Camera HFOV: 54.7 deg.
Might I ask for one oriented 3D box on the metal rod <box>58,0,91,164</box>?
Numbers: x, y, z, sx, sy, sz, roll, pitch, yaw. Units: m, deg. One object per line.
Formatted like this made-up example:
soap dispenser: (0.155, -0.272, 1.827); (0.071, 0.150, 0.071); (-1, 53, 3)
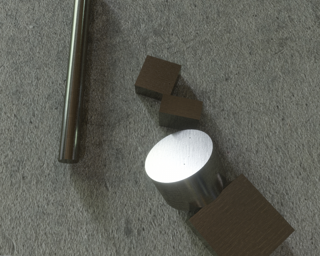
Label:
metal rod: (-0.118, -0.098, 0.442); (0.025, 0.025, 0.299); (-1, 70, -1)

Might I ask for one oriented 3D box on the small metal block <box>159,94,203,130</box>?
small metal block: (0.026, -0.018, 0.402); (0.050, 0.050, 0.025); (12, 71, 4)

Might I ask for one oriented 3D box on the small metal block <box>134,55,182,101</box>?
small metal block: (-0.002, -0.068, 0.433); (0.050, 0.025, 0.050); (18, 71, 6)

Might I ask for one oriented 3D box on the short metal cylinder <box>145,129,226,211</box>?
short metal cylinder: (0.030, 0.047, 0.357); (0.080, 0.050, 0.080); (-19, 35, 14)

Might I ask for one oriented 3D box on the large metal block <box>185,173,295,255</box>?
large metal block: (0.088, 0.112, 0.355); (0.080, 0.050, 0.080); (-38, 75, -13)
